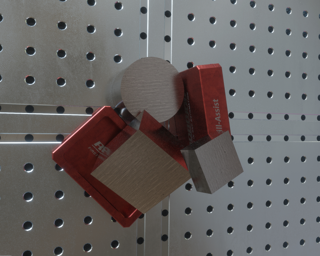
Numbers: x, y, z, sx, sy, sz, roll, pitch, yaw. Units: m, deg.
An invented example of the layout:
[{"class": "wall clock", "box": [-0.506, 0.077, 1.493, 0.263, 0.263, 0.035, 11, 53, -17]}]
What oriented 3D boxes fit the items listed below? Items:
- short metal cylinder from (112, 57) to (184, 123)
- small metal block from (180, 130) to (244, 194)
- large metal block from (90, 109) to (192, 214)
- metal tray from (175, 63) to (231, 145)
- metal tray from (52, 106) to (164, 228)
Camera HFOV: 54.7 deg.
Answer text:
[{"class": "short metal cylinder", "box": [-0.016, -0.046, 0.394, 0.081, 0.050, 0.079, 0, 90, -21]}, {"class": "small metal block", "box": [0.057, 0.036, 0.335, 0.050, 0.025, 0.050, -27, 100, -30]}, {"class": "large metal block", "box": [-0.019, 0.040, 0.360, 0.080, 0.050, 0.080, 41, 112, -16]}, {"class": "metal tray", "box": [0.051, -0.010, 0.398, 0.030, 0.090, 0.129, -10, 94, -20]}, {"class": "metal tray", "box": [-0.057, 0.048, 0.389, 0.090, 0.030, 0.130, -45, 104, -15]}]
